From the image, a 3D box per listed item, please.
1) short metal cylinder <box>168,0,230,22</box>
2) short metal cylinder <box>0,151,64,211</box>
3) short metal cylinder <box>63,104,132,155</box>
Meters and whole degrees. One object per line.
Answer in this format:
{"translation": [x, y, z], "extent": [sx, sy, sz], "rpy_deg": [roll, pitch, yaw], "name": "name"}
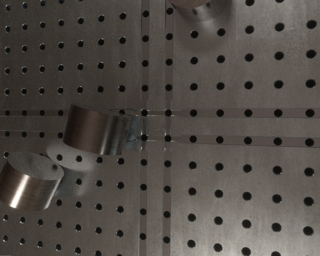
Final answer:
{"translation": [0.046, -0.179, 0.382], "extent": [0.080, 0.050, 0.079], "rpy_deg": [0, 90, 19], "name": "short metal cylinder"}
{"translation": [-0.188, 0.075, 0.448], "extent": [0.080, 0.080, 0.050], "rpy_deg": [29, 100, 17], "name": "short metal cylinder"}
{"translation": [-0.082, 0.001, 0.411], "extent": [0.080, 0.080, 0.050], "rpy_deg": [16, 95, 19], "name": "short metal cylinder"}
